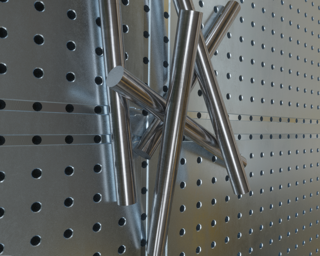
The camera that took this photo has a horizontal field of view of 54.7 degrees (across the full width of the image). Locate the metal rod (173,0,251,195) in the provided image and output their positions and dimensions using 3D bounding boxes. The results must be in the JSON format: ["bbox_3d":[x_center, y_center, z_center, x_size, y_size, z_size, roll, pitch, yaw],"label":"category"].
[{"bbox_3d":[0.072,-0.050,0.432,0.025,0.025,0.298,-23,98,-38],"label":"metal rod"}]

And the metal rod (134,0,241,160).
[{"bbox_3d":[0.050,-0.084,0.452,0.025,0.025,0.300,47,62,-30],"label":"metal rod"}]

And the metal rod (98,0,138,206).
[{"bbox_3d":[-0.052,-0.058,0.367,0.025,0.025,0.298,-8,95,-40],"label":"metal rod"}]

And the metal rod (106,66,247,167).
[{"bbox_3d":[0.045,0.004,0.422,0.301,0.025,0.025,32,70,-45],"label":"metal rod"}]

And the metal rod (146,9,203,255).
[{"bbox_3d":[0.013,0.020,0.364,0.025,0.025,0.298,-7,113,-40],"label":"metal rod"}]
